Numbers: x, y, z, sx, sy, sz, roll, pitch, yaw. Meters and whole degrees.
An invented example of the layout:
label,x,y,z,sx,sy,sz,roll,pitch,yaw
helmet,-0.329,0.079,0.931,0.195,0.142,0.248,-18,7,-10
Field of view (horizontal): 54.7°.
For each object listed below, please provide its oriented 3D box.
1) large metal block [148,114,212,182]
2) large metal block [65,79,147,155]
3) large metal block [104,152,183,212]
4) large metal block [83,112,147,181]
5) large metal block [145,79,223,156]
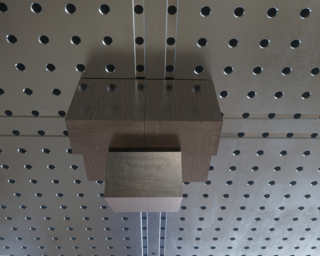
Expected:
label,x,y,z,sx,sy,sz,roll,pitch,yaw
large metal block,0.024,0.027,0.416,0.081,0.050,0.079,1,130,-1
large metal block,-0.057,-0.015,0.361,0.081,0.080,0.050,1,130,-1
large metal block,-0.017,0.066,0.363,0.081,0.050,0.080,0,154,-1
large metal block,-0.057,0.026,0.414,0.081,0.050,0.079,1,130,-1
large metal block,0.024,-0.014,0.363,0.081,0.080,0.050,1,130,-1
